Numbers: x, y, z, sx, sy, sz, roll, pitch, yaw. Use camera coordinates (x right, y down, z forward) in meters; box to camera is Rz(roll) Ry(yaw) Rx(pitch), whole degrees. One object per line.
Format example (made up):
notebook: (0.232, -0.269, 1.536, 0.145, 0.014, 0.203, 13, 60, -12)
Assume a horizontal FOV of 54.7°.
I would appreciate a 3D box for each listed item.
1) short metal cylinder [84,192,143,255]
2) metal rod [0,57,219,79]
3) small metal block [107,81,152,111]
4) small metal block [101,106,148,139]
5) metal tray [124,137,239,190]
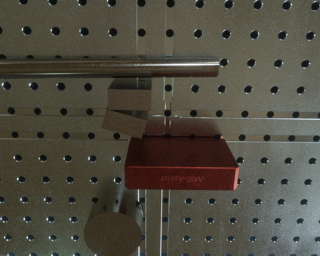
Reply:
short metal cylinder: (-0.065, 0.141, 0.451, 0.081, 0.050, 0.079, 0, 110, -1)
metal rod: (-0.080, -0.074, 0.384, 0.302, 0.025, 0.025, -1, 110, -1)
small metal block: (-0.036, -0.041, 0.384, 0.050, 0.050, 0.025, 1, 110, -1)
small metal block: (-0.043, -0.013, 0.395, 0.050, 0.050, 0.025, 16, 109, -6)
metal tray: (0.025, 0.042, 0.394, 0.131, 0.090, 0.030, 1, 110, -1)
